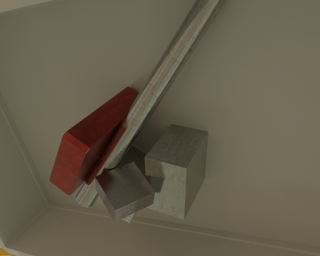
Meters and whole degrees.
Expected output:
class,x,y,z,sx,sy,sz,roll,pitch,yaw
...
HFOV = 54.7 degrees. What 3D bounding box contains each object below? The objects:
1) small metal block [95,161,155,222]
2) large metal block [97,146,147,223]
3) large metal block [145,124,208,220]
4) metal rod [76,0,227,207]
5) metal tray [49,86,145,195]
class,x,y,z,sx,sy,sz,roll,pitch,yaw
small metal block,-0.041,0.073,0.360,0.050,0.050,0.025,49,146,34
large metal block,-0.050,0.073,0.443,0.080,0.080,0.050,32,128,7
large metal block,0.023,0.053,0.392,0.050,0.080,0.079,13,124,21
metal rod,-0.019,-0.022,0.343,0.025,0.025,0.298,36,112,4
metal tray,-0.073,0.012,0.383,0.030,0.131,0.089,36,130,5
